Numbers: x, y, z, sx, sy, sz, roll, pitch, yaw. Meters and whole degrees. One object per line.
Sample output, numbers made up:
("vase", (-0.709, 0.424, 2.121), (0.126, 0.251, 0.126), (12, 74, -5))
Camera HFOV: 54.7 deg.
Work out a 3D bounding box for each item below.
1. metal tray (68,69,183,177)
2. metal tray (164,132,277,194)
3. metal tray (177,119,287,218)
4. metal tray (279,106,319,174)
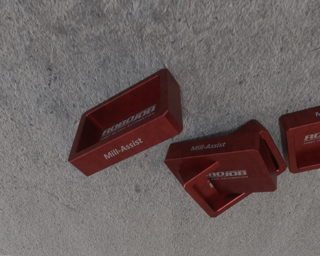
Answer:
("metal tray", (-0.039, -0.007, 0.357), (0.130, 0.090, 0.030), (-26, 126, 20))
("metal tray", (0.083, 0.054, 0.426), (0.130, 0.030, 0.090), (-10, 132, 31))
("metal tray", (0.101, 0.059, 0.430), (0.130, 0.030, 0.090), (-36, 124, 5))
("metal tray", (0.233, 0.009, 0.413), (0.130, 0.030, 0.090), (-15, 129, 12))
